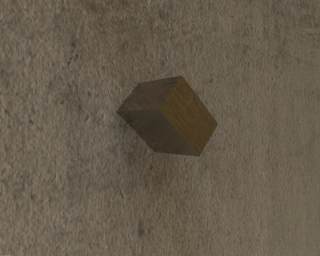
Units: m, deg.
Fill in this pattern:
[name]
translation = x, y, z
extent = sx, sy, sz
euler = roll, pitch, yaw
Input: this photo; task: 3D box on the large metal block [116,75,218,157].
[large metal block]
translation = 0.009, -0.012, 0.375
extent = 0.080, 0.080, 0.050
euler = 49, 61, -29
